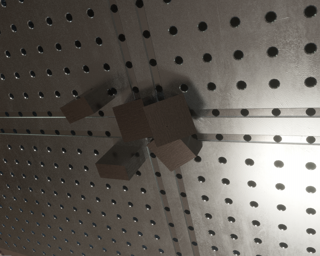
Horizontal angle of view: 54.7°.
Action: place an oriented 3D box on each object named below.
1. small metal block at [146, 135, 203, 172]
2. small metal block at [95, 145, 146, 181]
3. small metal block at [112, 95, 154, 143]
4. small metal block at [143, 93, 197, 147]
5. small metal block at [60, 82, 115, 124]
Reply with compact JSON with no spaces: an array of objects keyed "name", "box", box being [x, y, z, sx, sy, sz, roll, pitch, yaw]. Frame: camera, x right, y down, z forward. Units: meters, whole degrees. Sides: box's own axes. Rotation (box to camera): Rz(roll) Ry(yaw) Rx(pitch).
[{"name":"small metal block","box":[0.019,0.024,0.415,0.050,0.025,0.050,48,129,-6]},{"name":"small metal block","box":[-0.057,0.050,0.454,0.050,0.050,0.025,1,119,27]},{"name":"small metal block","box":[-0.029,-0.012,0.411,0.050,0.025,0.050,-14,98,33]},{"name":"small metal block","box":[0.011,-0.010,0.374,0.050,0.025,0.050,-20,93,-3]},{"name":"small metal block","box":[-0.099,-0.034,0.424,0.050,0.050,0.025,-18,109,35]}]
